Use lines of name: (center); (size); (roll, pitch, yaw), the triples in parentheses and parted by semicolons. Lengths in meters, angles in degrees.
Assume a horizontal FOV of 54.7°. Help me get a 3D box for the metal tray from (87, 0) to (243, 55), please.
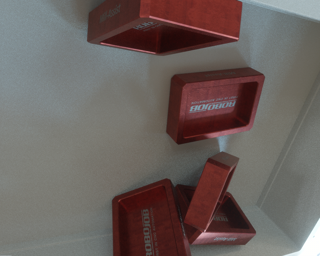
metal tray: (-0.003, -0.093, 0.281); (0.091, 0.130, 0.030); (3, 94, -30)

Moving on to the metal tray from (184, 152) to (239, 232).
metal tray: (0.078, 0.084, 0.444); (0.089, 0.030, 0.130); (-70, 162, 7)

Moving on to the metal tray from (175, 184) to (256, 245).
metal tray: (0.083, 0.140, 0.498); (0.131, 0.090, 0.030); (16, 120, -35)

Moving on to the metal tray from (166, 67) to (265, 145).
metal tray: (0.077, -0.032, 0.429); (0.131, 0.030, 0.089); (-10, 123, -24)

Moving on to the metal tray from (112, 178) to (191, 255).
metal tray: (-0.014, 0.135, 0.404); (0.090, 0.130, 0.030); (-21, 129, 7)
